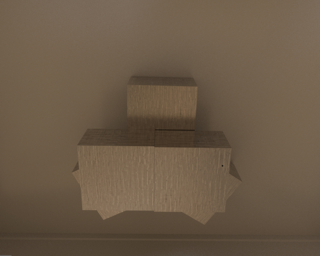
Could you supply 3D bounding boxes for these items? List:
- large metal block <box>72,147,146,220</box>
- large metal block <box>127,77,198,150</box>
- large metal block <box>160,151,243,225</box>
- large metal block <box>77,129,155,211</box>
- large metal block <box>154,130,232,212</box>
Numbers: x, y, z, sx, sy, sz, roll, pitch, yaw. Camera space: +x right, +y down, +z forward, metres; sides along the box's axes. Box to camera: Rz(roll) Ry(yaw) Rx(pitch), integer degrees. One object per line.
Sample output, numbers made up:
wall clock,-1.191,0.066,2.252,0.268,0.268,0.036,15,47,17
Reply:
large metal block,-0.057,0.065,0.419,0.080,0.050,0.080,-25,108,8
large metal block,0.002,-0.020,0.389,0.081,0.050,0.079,1,110,-1
large metal block,0.049,0.070,0.421,0.080,0.050,0.080,33,107,-11
large metal block,-0.047,0.047,0.360,0.081,0.050,0.079,1,110,-1
large metal block,0.034,0.049,0.360,0.081,0.050,0.079,1,110,-1
